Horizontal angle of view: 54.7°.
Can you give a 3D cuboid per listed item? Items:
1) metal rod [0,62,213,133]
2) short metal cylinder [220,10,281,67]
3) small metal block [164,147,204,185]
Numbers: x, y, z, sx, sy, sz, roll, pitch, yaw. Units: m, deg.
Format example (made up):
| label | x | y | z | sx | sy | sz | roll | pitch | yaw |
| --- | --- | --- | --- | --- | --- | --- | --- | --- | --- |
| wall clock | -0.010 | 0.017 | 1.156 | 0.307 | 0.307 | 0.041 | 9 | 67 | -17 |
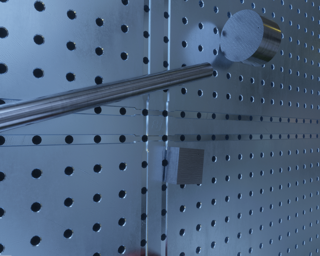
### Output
| label | x | y | z | sx | sy | sz | roll | pitch | yaw |
| --- | --- | --- | --- | --- | --- | --- | --- | --- | --- |
| metal rod | -0.041 | -0.047 | 0.376 | 0.302 | 0.025 | 0.025 | -20 | 103 | -38 |
| short metal cylinder | 0.144 | -0.142 | 0.497 | 0.050 | 0.080 | 0.079 | 2 | 89 | -40 |
| small metal block | 0.035 | 0.053 | 0.441 | 0.050 | 0.025 | 0.050 | 8 | 85 | -40 |
